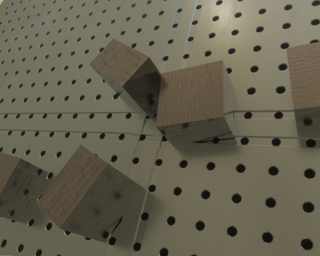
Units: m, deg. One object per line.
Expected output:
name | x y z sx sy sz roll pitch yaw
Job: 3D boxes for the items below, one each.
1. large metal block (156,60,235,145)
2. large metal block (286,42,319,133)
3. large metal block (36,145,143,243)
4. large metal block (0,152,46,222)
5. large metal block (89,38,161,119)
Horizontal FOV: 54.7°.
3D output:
large metal block | 0.045 -0.030 0.386 0.080 0.050 0.080 -8 58 23
large metal block | 0.182 -0.046 0.325 0.080 0.050 0.080 -7 59 24
large metal block | -0.079 0.079 0.365 0.050 0.080 0.080 27 76 37
large metal block | -0.233 0.083 0.461 0.080 0.050 0.080 10 67 32
large metal block | -0.039 -0.069 0.434 0.050 0.080 0.080 -49 52 -6
